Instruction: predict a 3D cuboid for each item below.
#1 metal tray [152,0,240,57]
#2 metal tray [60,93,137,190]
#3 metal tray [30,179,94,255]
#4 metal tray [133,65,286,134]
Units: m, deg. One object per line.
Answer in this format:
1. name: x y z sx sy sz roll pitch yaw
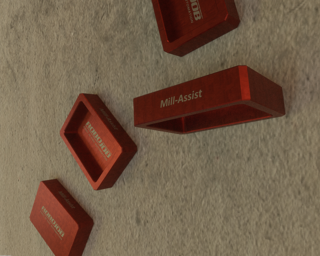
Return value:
1. metal tray: 0.034 -0.164 0.371 0.090 0.030 0.129 -21 77 37
2. metal tray: -0.100 0.019 0.481 0.130 0.030 0.089 50 119 28
3. metal tray: -0.176 0.162 0.544 0.130 0.030 0.089 35 111 34
4. metal tray: 0.048 -0.022 0.319 0.130 0.091 0.030 -12 75 39
